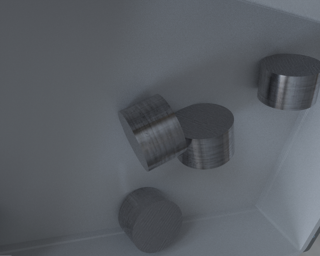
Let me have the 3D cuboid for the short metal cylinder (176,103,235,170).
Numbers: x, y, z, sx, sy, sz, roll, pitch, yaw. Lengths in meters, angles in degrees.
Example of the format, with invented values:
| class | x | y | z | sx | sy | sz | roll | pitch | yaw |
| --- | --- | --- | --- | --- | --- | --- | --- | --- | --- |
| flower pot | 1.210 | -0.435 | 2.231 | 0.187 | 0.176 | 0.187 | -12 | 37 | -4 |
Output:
| class | x | y | z | sx | sy | sz | roll | pitch | yaw |
| --- | --- | --- | --- | --- | --- | --- | --- | --- | --- |
| short metal cylinder | 0.058 | 0.009 | 0.413 | 0.081 | 0.080 | 0.050 | -22 | 127 | -16 |

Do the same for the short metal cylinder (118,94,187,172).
| class | x | y | z | sx | sy | sz | roll | pitch | yaw |
| --- | --- | --- | --- | --- | --- | --- | --- | --- | --- |
| short metal cylinder | -0.010 | 0.006 | 0.373 | 0.050 | 0.080 | 0.080 | -26 | 128 | -13 |

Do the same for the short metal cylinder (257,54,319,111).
| class | x | y | z | sx | sy | sz | roll | pitch | yaw |
| --- | --- | --- | --- | --- | --- | --- | --- | --- | --- |
| short metal cylinder | 0.180 | -0.066 | 0.433 | 0.081 | 0.080 | 0.050 | -18 | 126 | -19 |

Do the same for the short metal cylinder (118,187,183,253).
| class | x | y | z | sx | sy | sz | roll | pitch | yaw |
| --- | --- | --- | --- | --- | --- | --- | --- | --- | --- |
| short metal cylinder | -0.014 | 0.134 | 0.456 | 0.081 | 0.050 | 0.079 | -8 | 106 | -29 |
